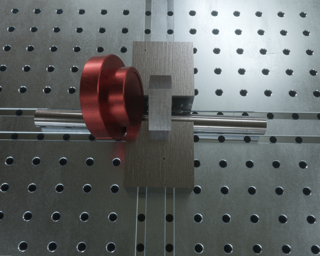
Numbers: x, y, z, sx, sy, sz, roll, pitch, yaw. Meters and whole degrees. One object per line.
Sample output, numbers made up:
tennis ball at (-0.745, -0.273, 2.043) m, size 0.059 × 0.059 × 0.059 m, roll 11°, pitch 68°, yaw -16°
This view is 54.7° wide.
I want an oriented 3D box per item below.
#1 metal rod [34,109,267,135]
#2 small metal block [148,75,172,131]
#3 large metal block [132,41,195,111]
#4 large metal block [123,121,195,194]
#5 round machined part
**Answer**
metal rod at (-0.012, -0.008, 0.414) m, size 0.302 × 0.025 × 0.025 m, roll 2°, pitch 70°, yaw 0°
small metal block at (0.000, -0.031, 0.363) m, size 0.025 × 0.050 × 0.050 m, roll 1°, pitch 26°, yaw 0°
large metal block at (0.004, -0.070, 0.424) m, size 0.081 × 0.050 × 0.080 m, roll 1°, pitch 70°, yaw 0°
large metal block at (0.000, 0.037, 0.385) m, size 0.081 × 0.050 × 0.080 m, roll 1°, pitch 70°, yaw 0°
round machined part at (-0.048, -0.035, 0.355) m, size 0.042 × 0.098 × 0.098 m, roll -1°, pitch 69°, yaw 15°
